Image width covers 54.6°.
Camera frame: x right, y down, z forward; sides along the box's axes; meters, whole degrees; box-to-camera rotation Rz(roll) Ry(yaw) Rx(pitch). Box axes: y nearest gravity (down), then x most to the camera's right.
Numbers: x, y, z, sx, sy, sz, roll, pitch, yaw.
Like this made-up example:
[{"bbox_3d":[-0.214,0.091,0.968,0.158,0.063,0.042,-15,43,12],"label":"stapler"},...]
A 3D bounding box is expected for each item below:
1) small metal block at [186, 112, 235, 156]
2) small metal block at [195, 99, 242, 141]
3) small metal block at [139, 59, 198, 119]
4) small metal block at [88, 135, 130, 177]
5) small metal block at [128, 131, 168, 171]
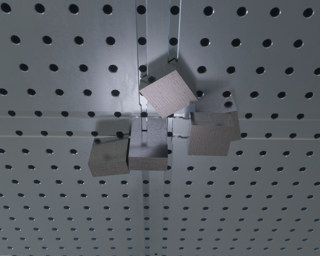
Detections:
[{"bbox_3d":[0.061,0.008,0.386,0.050,0.025,0.050,2,130,-1],"label":"small metal block"},{"bbox_3d":[0.077,-0.006,0.407,0.050,0.025,0.050,-12,129,10],"label":"small metal block"},{"bbox_3d":[0.011,-0.046,0.373,0.050,0.025,0.050,-27,125,21],"label":"small metal block"},{"bbox_3d":[-0.067,0.038,0.427,0.050,0.050,0.025,-6,130,5],"label":"small metal block"},{"bbox_3d":[-0.015,0.031,0.421,0.050,0.050,0.025,1,130,-1],"label":"small metal block"}]
